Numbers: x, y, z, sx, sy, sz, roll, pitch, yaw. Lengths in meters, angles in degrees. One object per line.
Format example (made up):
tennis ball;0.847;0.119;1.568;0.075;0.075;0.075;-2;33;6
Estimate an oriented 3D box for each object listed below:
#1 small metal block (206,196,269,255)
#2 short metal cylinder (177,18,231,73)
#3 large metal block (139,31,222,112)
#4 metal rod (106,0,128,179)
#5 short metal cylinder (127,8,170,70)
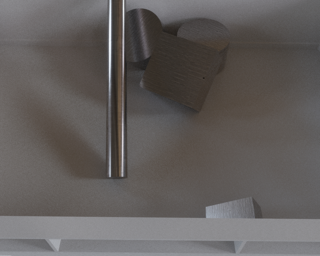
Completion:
small metal block;0.074;0.101;0.305;0.050;0.025;0.050;-21;42;26
short metal cylinder;0.067;-0.127;0.490;0.081;0.050;0.080;-1;57;2
large metal block;0.029;-0.076;0.427;0.080;0.050;0.080;24;94;18
metal rod;-0.056;-0.086;0.399;0.025;0.025;0.299;-2;74;-2
short metal cylinder;-0.027;-0.134;0.476;0.080;0.050;0.080;-1;86;18
